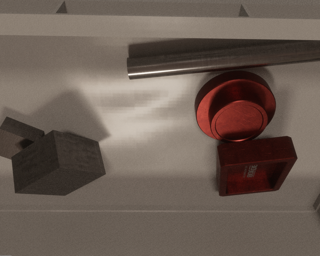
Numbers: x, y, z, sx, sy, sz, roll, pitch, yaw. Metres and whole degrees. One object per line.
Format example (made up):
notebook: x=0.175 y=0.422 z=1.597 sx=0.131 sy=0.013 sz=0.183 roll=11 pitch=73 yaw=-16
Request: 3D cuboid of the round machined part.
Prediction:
round machined part: x=0.094 y=-0.018 z=0.384 sx=0.099 sy=0.042 sz=0.097 roll=-1 pitch=130 yaw=0

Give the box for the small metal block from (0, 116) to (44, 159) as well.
small metal block: x=-0.194 y=0.019 z=0.422 sx=0.050 sy=0.025 sz=0.050 roll=25 pitch=126 yaw=-20

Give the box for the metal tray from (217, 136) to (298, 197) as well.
metal tray: x=0.126 y=0.058 z=0.428 sx=0.090 sy=0.030 sz=0.130 roll=-7 pitch=151 yaw=6

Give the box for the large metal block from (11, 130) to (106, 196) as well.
large metal block: x=-0.134 y=0.050 z=0.412 sx=0.080 sy=0.050 sz=0.080 roll=-29 pitch=154 yaw=22

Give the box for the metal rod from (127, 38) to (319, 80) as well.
metal rod: x=0.115 y=-0.080 z=0.342 sx=0.302 sy=0.025 sz=0.025 roll=-5 pitch=130 yaw=3
